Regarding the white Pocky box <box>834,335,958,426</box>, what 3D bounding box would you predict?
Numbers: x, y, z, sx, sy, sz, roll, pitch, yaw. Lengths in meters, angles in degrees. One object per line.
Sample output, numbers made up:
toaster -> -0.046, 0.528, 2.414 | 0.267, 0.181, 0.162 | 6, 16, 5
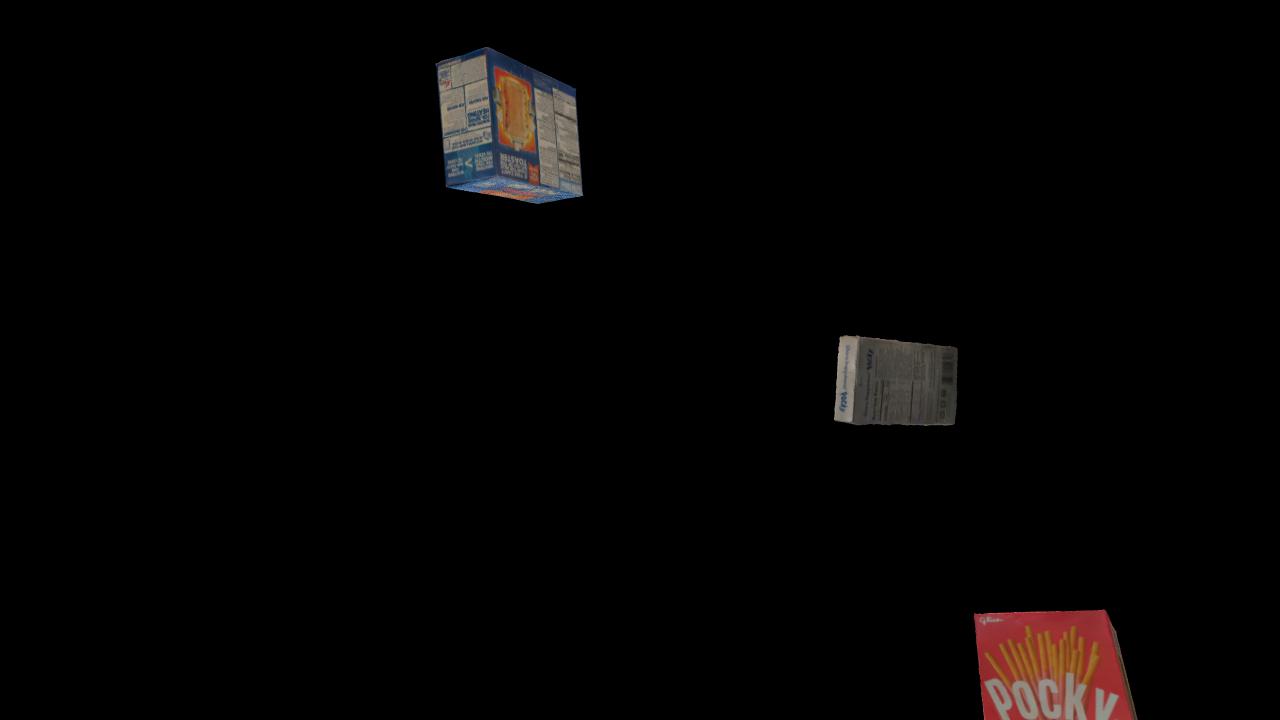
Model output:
white Pocky box -> 0.259, 0.023, 0.613 | 0.154, 0.084, 0.028 | 4, 0, -30

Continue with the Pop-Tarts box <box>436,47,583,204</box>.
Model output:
Pop-Tarts box -> -0.153, -0.275, 0.753 | 0.083, 0.141, 0.167 | -1, 6, 30

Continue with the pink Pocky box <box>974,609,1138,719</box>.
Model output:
pink Pocky box -> 0.266, 0.237, 0.389 | 0.084, 0.155, 0.029 | -20, -57, 37
